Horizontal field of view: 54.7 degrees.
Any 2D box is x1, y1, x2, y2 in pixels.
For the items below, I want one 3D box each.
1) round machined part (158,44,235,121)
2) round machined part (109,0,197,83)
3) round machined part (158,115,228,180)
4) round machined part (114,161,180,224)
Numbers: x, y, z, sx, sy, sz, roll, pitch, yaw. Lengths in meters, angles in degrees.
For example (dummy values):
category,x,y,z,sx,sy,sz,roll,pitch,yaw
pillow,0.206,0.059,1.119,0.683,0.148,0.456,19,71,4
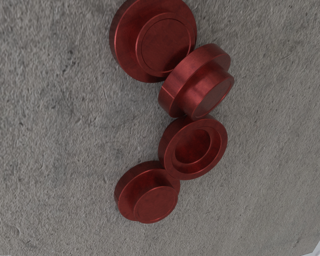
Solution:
category,x,y,z,sx,sy,sz,roll,pitch,yaw
round machined part,0.048,-0.047,0.364,0.098,0.042,0.098,-38,161,-15
round machined part,-0.002,-0.094,0.336,0.099,0.042,0.097,-14,124,-21
round machined part,0.041,0.021,0.431,0.099,0.042,0.097,-14,124,-21
round machined part,-0.013,0.099,0.450,0.099,0.042,0.097,-14,124,-21
